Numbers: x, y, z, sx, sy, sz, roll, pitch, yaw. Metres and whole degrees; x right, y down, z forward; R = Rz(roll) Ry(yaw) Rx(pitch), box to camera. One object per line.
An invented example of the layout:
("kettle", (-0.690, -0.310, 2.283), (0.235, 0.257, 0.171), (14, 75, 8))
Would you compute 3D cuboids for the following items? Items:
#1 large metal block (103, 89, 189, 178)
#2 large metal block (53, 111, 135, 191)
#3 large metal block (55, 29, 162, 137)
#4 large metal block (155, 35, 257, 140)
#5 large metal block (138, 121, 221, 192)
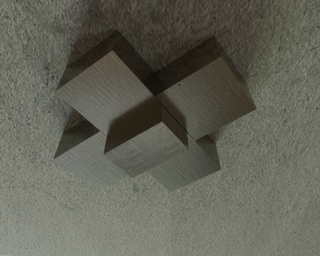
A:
("large metal block", (-0.016, 0.001, 0.373), (0.080, 0.080, 0.050), (-29, 125, 22))
("large metal block", (-0.078, 0.030, 0.416), (0.080, 0.050, 0.080), (-29, 125, 22))
("large metal block", (-0.054, -0.048, 0.350), (0.080, 0.050, 0.080), (-29, 125, 22))
("large metal block", (0.051, -0.043, 0.355), (0.080, 0.050, 0.080), (-29, 125, 22))
("large metal block", (0.024, 0.032, 0.419), (0.080, 0.050, 0.080), (-29, 125, 22))
